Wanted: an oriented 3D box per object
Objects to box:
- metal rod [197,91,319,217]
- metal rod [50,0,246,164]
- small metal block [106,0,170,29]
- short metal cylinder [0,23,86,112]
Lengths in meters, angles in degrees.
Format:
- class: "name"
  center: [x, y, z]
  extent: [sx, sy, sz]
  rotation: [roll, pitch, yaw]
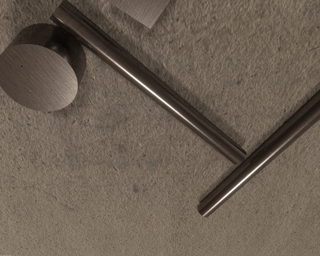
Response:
- class: "metal rod"
  center: [0.148, 0.042, 0.444]
  extent: [0.025, 0.025, 0.298]
  rotation: [23, 126, -19]
- class: "metal rod"
  center: [0.006, -0.038, 0.374]
  extent: [0.301, 0.025, 0.025]
  rotation: [37, 121, -27]
- class: "small metal block"
  center: [-0.016, -0.133, 0.294]
  extent: [0.050, 0.025, 0.050]
  rotation: [27, 125, -22]
- class: "short metal cylinder"
  center: [-0.125, -0.064, 0.334]
  extent: [0.081, 0.050, 0.079]
  rotation: [0, 130, 0]
